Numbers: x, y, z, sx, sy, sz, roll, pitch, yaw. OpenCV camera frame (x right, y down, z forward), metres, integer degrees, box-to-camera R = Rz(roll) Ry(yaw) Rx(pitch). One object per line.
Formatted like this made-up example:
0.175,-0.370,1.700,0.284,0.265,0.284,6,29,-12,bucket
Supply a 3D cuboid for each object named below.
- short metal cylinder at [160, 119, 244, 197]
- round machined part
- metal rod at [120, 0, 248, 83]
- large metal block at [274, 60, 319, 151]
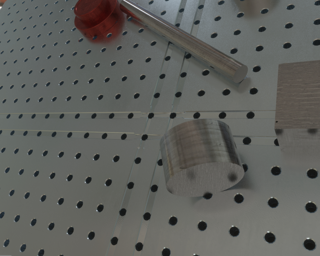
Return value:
0.043,0.034,0.330,0.080,0.080,0.050,-21,54,16,short metal cylinder
-0.128,-0.229,0.606,0.098,0.042,0.098,-13,56,21,round machined part
0.019,-0.150,0.490,0.025,0.025,0.300,-44,51,-2,metal rod
0.166,-0.023,0.319,0.080,0.050,0.080,-1,61,28,large metal block
